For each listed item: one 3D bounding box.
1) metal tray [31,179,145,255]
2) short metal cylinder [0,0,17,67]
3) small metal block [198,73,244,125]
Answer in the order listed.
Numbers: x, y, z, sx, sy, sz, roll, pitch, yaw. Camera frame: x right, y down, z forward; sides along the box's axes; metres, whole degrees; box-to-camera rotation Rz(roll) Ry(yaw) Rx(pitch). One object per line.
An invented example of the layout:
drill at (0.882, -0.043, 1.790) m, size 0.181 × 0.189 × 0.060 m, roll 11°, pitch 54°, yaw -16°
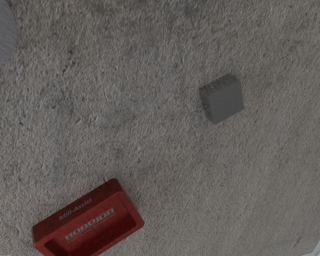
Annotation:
metal tray at (-0.097, 0.139, 0.436) m, size 0.131 × 0.030 × 0.090 m, roll -31°, pitch 129°, yaw -9°
short metal cylinder at (-0.161, -0.086, 0.249) m, size 0.081 × 0.050 × 0.079 m, roll -14°, pitch 124°, yaw -21°
small metal block at (0.086, -0.040, 0.429) m, size 0.050 × 0.025 × 0.050 m, roll -28°, pitch 128°, yaw -11°
